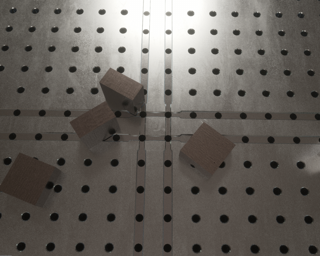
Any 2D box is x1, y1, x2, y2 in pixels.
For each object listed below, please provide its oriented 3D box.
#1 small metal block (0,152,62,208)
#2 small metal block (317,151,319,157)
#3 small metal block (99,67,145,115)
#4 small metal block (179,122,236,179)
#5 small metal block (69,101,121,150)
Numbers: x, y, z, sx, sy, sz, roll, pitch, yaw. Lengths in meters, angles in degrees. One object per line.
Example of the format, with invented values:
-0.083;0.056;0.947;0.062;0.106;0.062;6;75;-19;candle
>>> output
-0.161;0.065;0.386;0.050;0.025;0.050;21;71;7;small metal block
0.237;0.019;0.395;0.025;0.050;0.050;43;75;14;small metal block
-0.049;-0.048;0.415;0.050;0.050;0.025;29;73;10;small metal block
0.061;0.029;0.402;0.050;0.025;0.050;38;74;12;small metal block
-0.082;-0.002;0.398;0.050;0.050;0.025;-33;74;-11;small metal block
